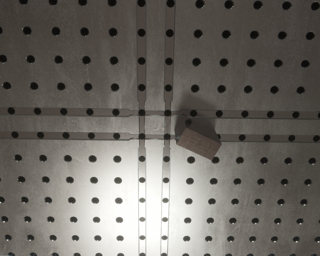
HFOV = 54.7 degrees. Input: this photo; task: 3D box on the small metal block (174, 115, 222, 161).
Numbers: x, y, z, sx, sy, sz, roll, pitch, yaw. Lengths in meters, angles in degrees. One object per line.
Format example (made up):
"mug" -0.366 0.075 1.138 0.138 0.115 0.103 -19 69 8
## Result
"small metal block" 0.048 0.012 0.405 0.050 0.050 0.025 25 108 -9
